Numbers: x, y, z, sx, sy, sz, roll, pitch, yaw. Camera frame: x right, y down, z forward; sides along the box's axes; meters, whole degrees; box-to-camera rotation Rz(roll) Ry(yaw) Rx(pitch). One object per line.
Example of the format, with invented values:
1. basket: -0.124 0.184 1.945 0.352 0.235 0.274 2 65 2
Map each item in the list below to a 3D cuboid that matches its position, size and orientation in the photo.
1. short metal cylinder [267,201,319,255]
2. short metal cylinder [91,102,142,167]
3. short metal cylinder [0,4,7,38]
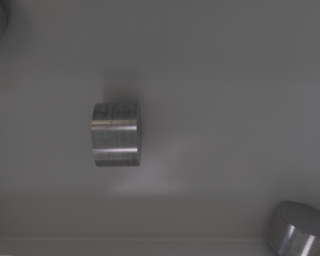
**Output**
1. short metal cylinder: 0.200 0.148 0.438 0.081 0.080 0.050 10 110 -4
2. short metal cylinder: -0.051 0.008 0.384 0.050 0.080 0.079 -1 110 0
3. short metal cylinder: -0.219 -0.116 0.337 0.080 0.050 0.080 2 136 2
